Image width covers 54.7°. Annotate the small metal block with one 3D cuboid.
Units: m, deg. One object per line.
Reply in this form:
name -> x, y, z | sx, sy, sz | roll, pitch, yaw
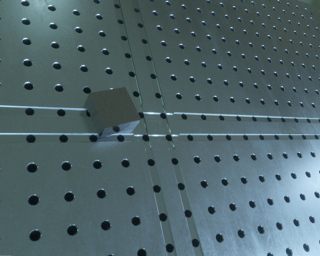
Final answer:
small metal block -> -0.059, -0.021, 0.390 | 0.050, 0.025, 0.050 | -16, 70, -35
